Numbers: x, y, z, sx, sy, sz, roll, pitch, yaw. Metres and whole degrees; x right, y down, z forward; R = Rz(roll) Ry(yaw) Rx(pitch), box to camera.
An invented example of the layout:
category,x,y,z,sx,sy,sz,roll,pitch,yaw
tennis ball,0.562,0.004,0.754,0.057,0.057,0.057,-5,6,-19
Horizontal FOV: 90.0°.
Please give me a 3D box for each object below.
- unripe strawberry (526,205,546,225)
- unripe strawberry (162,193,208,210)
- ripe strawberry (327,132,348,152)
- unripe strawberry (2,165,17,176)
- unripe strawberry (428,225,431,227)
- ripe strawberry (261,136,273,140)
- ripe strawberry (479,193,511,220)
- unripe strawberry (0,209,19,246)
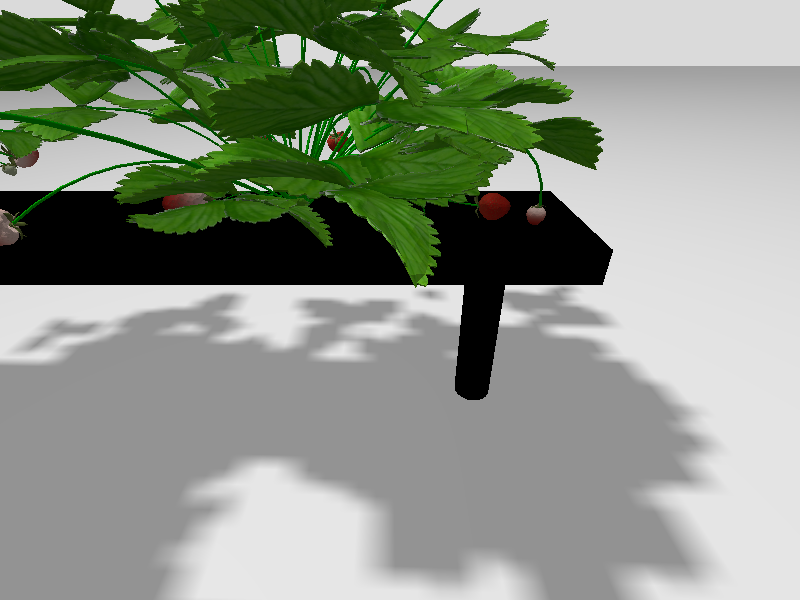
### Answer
category,x,y,z,sx,sy,sz,roll,pitch,yaw
unripe strawberry,0.109,-0.067,0.321,0.015,0.015,0.014,6,33,10
unripe strawberry,-0.178,-0.084,0.336,0.037,0.037,0.041,-8,33,-11
ripe strawberry,-0.088,-0.223,0.569,0.030,0.025,0.030,0,-15,0
unripe strawberry,-0.455,-0.151,0.467,0.014,0.013,0.013,20,-35,28
unripe strawberry,0.019,-0.057,0.309,0.010,0.010,0.009,16,35,24
ripe strawberry,-0.175,-0.192,0.508,0.034,0.039,0.037,-14,32,-21
ripe strawberry,0.081,-0.080,0.342,0.027,0.023,0.027,4,32,5
unripe strawberry,-0.299,-0.053,0.294,0.028,0.027,0.030,-16,35,-13
